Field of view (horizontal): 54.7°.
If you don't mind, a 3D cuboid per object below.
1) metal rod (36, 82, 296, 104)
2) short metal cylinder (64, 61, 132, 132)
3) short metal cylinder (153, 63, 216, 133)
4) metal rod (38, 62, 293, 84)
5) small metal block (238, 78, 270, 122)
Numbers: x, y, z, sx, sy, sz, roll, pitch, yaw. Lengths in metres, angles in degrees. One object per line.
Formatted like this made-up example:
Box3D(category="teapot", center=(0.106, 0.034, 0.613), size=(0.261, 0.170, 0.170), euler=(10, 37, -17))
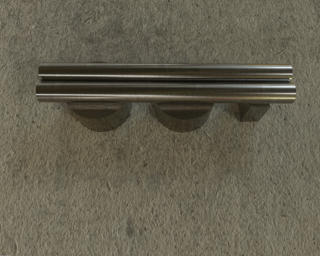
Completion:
Box3D(category="metal rod", center=(0.007, -0.042, 0.371), size=(0.302, 0.025, 0.025), euler=(0, 70, 0))
Box3D(category="short metal cylinder", center=(-0.079, -0.040, 0.409), size=(0.081, 0.050, 0.080), euler=(0, 70, 0))
Box3D(category="short metal cylinder", center=(0.031, -0.039, 0.411), size=(0.081, 0.050, 0.080), euler=(0, 70, 0))
Box3D(category="metal rod", center=(0.007, -0.067, 0.380), size=(0.302, 0.025, 0.025), euler=(0, 70, 0))
Box3D(category="small metal block", center=(0.122, -0.040, 0.413), size=(0.025, 0.050, 0.050), euler=(-1, 70, -1))
